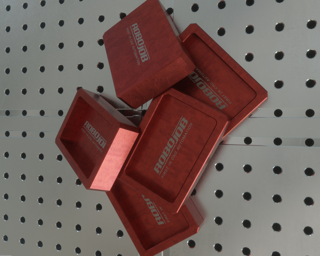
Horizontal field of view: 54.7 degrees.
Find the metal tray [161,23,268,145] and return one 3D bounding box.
[{"bbox_3d":[0.057,-0.054,0.389,0.090,0.030,0.130,-45,77,14],"label":"metal tray"}]

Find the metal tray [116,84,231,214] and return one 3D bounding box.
[{"bbox_3d":[0.014,0.024,0.372,0.090,0.030,0.129,30,99,17],"label":"metal tray"}]

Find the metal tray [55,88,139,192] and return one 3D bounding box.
[{"bbox_3d":[-0.088,0.011,0.407,0.130,0.030,0.090,37,103,47],"label":"metal tray"}]

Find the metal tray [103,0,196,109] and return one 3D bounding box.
[{"bbox_3d":[-0.019,-0.096,0.384,0.090,0.030,0.130,-32,50,16],"label":"metal tray"}]

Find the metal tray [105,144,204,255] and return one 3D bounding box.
[{"bbox_3d":[-0.014,0.095,0.414,0.090,0.030,0.130,-34,79,16],"label":"metal tray"}]
